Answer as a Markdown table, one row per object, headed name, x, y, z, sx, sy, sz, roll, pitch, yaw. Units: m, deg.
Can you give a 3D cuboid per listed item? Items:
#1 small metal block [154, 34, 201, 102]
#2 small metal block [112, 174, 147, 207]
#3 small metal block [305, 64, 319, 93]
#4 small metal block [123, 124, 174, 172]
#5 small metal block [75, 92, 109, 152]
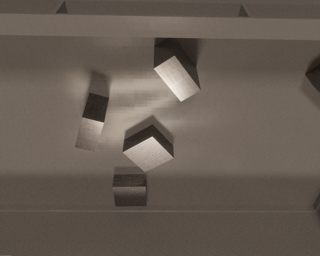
| name | x | y | z | sx | sy | sz | roll | pitch | yaw |
| --- | --- | --- | --- | --- | --- | --- | --- | --- | --- |
| small metal block | 0.018 | -0.066 | 0.337 | 0.025 | 0.050 | 0.050 | -29 | 125 | 22 |
| small metal block | -0.047 | 0.100 | 0.493 | 0.050 | 0.025 | 0.050 | -1 | 130 | 0 |
| small metal block | 0.210 | -0.058 | 0.363 | 0.050 | 0.025 | 0.050 | 35 | 122 | -26 |
| small metal block | -0.016 | 0.029 | 0.434 | 0.050 | 0.025 | 0.050 | -29 | 125 | 22 |
| small metal block | -0.084 | -0.007 | 0.385 | 0.025 | 0.050 | 0.050 | 15 | 129 | -13 |
